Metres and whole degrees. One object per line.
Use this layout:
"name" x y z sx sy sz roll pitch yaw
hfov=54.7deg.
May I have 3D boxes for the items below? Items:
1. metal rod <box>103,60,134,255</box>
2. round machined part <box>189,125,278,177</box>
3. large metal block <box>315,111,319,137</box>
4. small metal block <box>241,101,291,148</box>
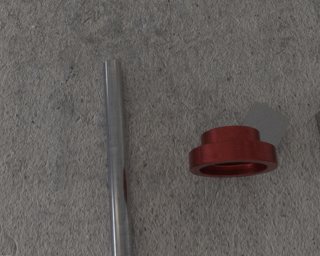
"metal rod" -0.053 0.049 0.389 0.025 0.025 0.299 -5 70 -2
"round machined part" 0.083 0.028 0.360 0.099 0.098 0.042 -1 70 0
"large metal block" 0.257 0.009 0.394 0.081 0.050 0.080 -2 70 -1
"small metal block" 0.135 0.001 0.409 0.050 0.025 0.050 30 73 10
